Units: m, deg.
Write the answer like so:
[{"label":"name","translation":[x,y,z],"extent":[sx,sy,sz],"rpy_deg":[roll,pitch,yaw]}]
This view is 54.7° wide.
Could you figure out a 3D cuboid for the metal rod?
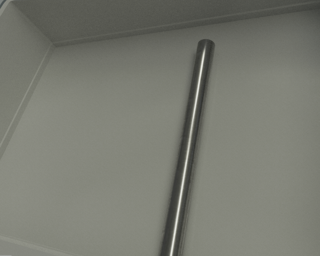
[{"label":"metal rod","translation":[0.037,0.013,0.377],"extent":[0.025,0.025,0.300],"rpy_deg":[-2,61,27]}]
